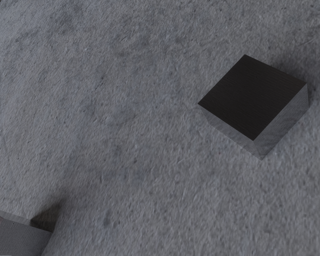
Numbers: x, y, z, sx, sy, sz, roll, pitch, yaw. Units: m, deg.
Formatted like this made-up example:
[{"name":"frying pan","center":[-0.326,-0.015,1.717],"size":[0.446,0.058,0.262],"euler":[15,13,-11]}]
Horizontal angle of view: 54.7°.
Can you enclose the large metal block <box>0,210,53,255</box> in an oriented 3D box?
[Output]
[{"name":"large metal block","center":[-0.194,0.149,0.377],"size":[0.050,0.080,0.080],"euler":[13,68,33]}]

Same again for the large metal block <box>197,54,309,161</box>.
[{"name":"large metal block","center":[0.104,-0.024,0.348],"size":[0.080,0.050,0.080],"euler":[-46,52,-5]}]
